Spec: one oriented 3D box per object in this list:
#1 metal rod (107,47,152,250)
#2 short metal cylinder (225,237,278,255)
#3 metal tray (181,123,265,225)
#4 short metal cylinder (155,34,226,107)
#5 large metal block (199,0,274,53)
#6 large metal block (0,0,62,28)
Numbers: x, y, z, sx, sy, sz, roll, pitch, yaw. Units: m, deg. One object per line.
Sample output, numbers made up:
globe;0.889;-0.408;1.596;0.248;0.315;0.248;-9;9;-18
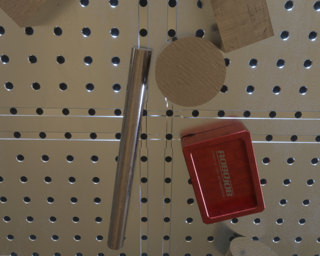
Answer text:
metal rod;-0.045;0.042;0.428;0.025;0.025;0.298;8;110;-3
short metal cylinder;0.135;0.210;0.463;0.080;0.080;0.050;14;110;-5
metal tray;0.089;0.066;0.435;0.090;0.030;0.129;-15;110;5
short metal cylinder;0.035;-0.071;0.374;0.081;0.050;0.079;0;110;0
large metal block;0.076;-0.133;0.336;0.050;0.080;0.080;-20;109;7
large metal block;-0.147;-0.169;0.336;0.080;0.050;0.080;-40;106;13
